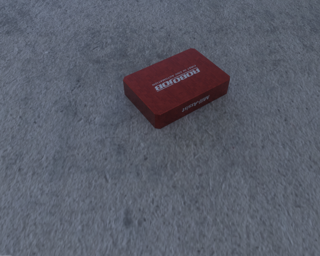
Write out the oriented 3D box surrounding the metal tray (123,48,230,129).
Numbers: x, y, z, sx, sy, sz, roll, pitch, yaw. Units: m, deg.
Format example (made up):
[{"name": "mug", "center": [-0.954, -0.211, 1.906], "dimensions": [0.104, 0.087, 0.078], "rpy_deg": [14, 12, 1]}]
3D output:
[{"name": "metal tray", "center": [0.024, -0.062, 0.453], "dimensions": [0.131, 0.030, 0.090], "rpy_deg": [-28, 55, -22]}]
